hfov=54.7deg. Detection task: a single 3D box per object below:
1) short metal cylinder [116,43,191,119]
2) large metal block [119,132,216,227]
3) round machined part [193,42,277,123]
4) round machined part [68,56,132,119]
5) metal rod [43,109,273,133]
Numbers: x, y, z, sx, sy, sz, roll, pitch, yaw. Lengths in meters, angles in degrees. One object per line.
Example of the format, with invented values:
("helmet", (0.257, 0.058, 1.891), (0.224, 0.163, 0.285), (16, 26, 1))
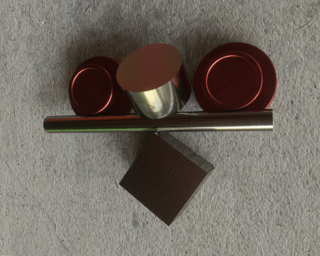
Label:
("short metal cylinder", (-0.006, -0.057, 0.379), (0.080, 0.050, 0.080), (-10, 52, 13))
("large metal block", (0.010, 0.060, 0.391), (0.080, 0.050, 0.080), (37, 102, 16))
("round machined part", (0.088, -0.054, 0.370), (0.098, 0.042, 0.097), (0, 90, 20))
("round machined part", (-0.086, -0.052, 0.431), (0.098, 0.042, 0.097), (0, 90, 20))
("metal rod", (-0.017, -0.007, 0.393), (0.301, 0.025, 0.025), (-1, 90, 19))
